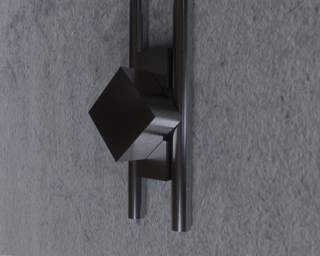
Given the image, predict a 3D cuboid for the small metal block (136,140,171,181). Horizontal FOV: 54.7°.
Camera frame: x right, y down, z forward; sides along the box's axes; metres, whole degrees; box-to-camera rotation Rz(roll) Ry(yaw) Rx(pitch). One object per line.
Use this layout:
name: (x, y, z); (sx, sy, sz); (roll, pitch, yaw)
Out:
small metal block: (-0.004, 0.040, 0.406); (0.050, 0.025, 0.050); (1, 91, 39)

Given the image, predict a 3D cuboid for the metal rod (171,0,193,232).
metal rod: (0.027, -0.024, 0.383); (0.025, 0.025, 0.298); (1, 91, 39)

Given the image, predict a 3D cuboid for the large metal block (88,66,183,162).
large metal block: (-0.032, -0.016, 0.380); (0.080, 0.050, 0.080); (-48, 62, 29)

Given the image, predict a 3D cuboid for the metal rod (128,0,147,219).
metal rod: (-0.031, -0.025, 0.431); (0.025, 0.025, 0.298); (1, 91, 39)

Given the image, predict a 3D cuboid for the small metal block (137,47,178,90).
small metal block: (-0.003, -0.075, 0.405); (0.050, 0.025, 0.050); (1, 91, 39)
